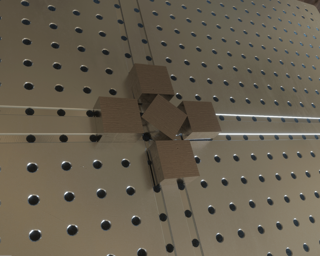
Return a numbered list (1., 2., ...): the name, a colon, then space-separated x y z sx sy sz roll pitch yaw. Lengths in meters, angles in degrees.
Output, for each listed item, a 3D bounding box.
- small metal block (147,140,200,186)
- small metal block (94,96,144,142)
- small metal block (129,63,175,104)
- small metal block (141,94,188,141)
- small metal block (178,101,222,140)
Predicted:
1. small metal block: 0.017 0.043 0.392 0.050 0.025 0.050 0 62 -29
2. small metal block: -0.052 -0.010 0.387 0.050 0.025 0.050 1 61 -28
3. small metal block: -0.012 -0.062 0.441 0.050 0.025 0.050 -1 62 -29
4. small metal block: 0.002 -0.010 0.416 0.050 0.025 0.050 36 51 -5
5. small metal block: 0.055 -0.011 0.446 0.050 0.025 0.050 0 62 -29
